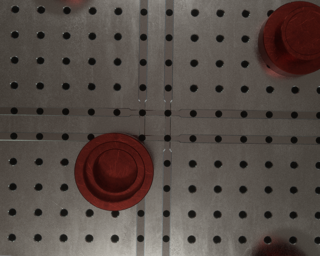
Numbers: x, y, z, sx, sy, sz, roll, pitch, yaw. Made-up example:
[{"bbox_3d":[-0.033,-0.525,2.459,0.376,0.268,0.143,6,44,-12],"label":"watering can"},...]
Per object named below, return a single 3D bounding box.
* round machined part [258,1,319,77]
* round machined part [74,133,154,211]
[{"bbox_3d":[0.185,-0.119,0.407,0.099,0.042,0.097,0,90,-1],"label":"round machined part"},{"bbox_3d":[-0.057,0.054,0.404,0.099,0.042,0.097,0,90,-1],"label":"round machined part"}]
